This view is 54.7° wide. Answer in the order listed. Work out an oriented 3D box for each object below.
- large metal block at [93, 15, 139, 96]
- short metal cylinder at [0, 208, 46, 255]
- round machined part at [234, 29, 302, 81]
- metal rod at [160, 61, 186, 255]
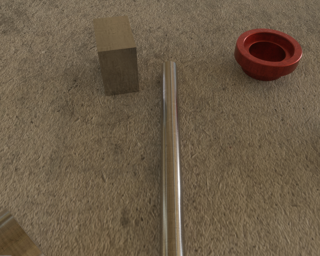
[{"bbox_3d":[-0.064,-0.106,0.456,0.050,0.080,0.080,-9,51,-8],"label":"large metal block"},{"bbox_3d":[-0.131,0.117,0.268,0.080,0.080,0.050,36,59,26],"label":"short metal cylinder"},{"bbox_3d":[0.167,-0.112,0.488,0.099,0.042,0.098,0,50,0],"label":"round machined part"},{"bbox_3d":[0.013,0.020,0.386,0.025,0.025,0.300,1,50,0],"label":"metal rod"}]
